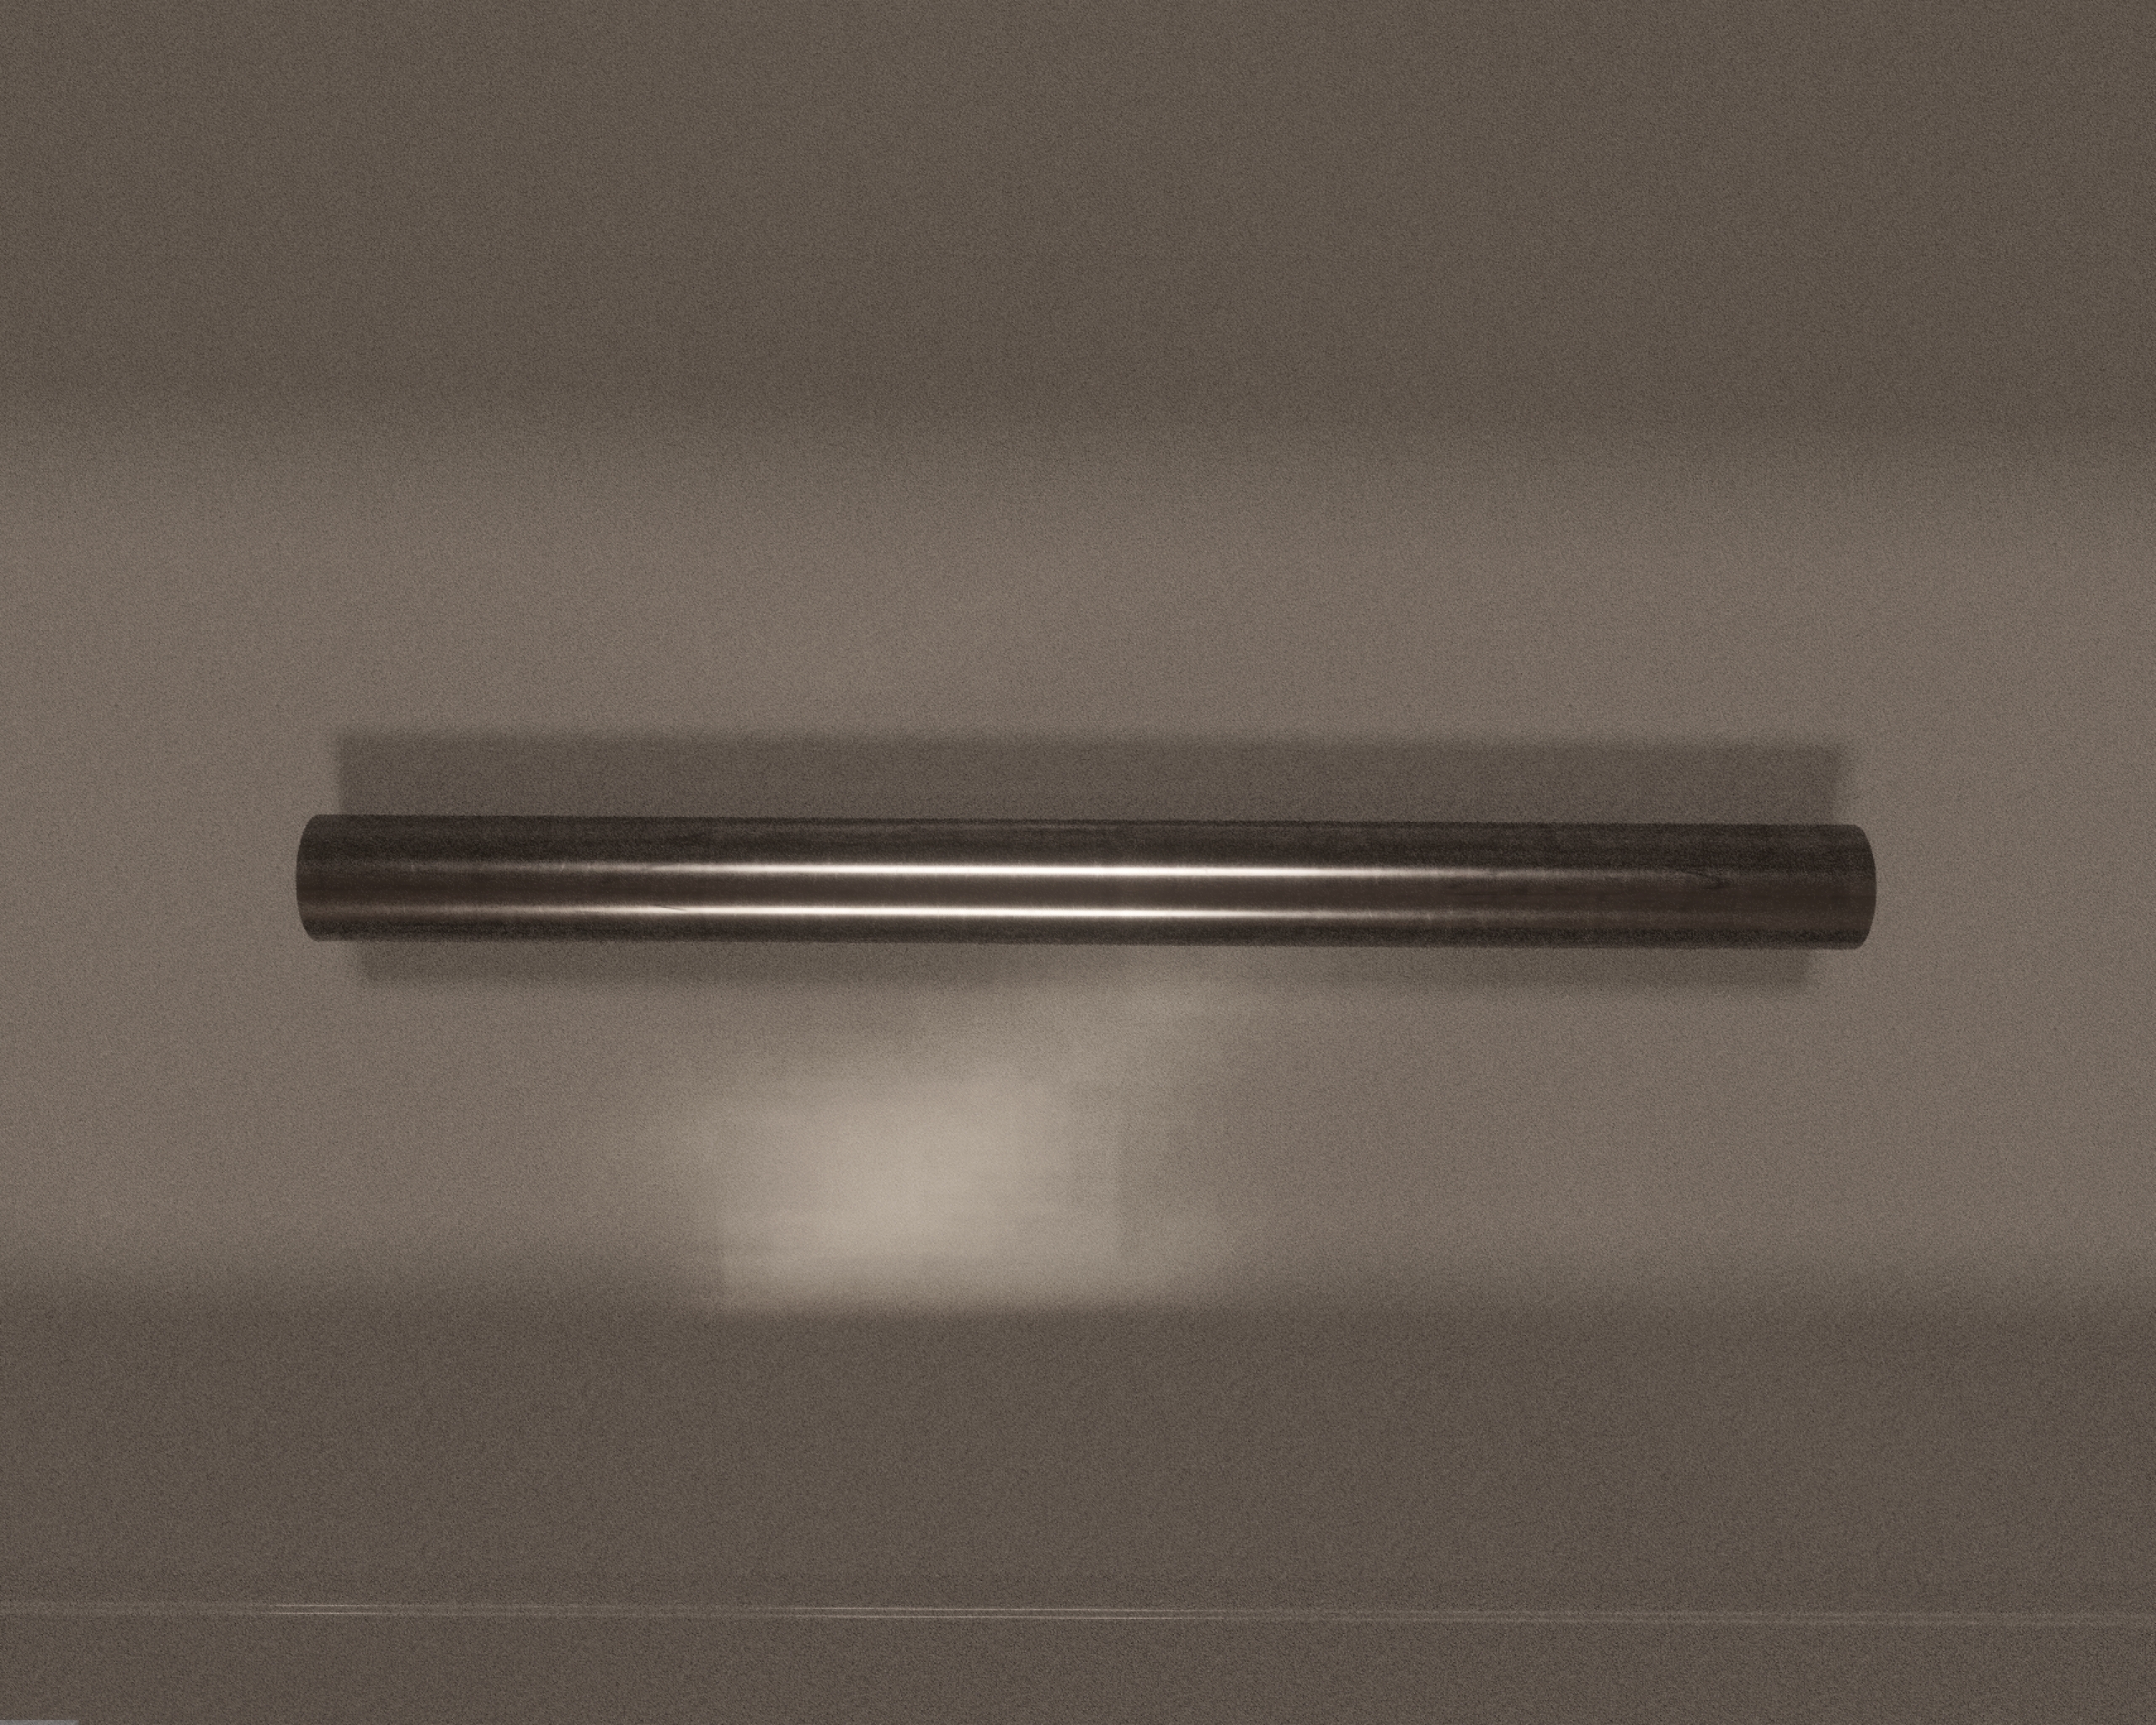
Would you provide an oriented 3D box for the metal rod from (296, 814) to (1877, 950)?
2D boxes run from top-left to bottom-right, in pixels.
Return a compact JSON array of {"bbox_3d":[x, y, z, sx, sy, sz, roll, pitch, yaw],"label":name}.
[{"bbox_3d":[0.002,0.004,0.411,0.302,0.025,0.025,0,110,-1],"label":"metal rod"}]
